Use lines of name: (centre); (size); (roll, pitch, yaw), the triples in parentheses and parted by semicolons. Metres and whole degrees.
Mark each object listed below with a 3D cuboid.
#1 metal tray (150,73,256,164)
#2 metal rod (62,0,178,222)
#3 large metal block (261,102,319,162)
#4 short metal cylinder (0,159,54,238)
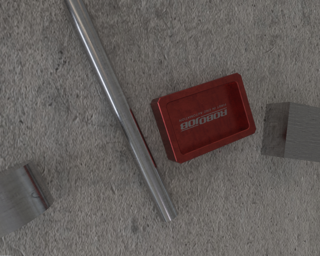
metal tray: (0.062, -0.015, 0.429); (0.131, 0.030, 0.090); (-20, 97, -19)
metal rod: (-0.046, -0.017, 0.391); (0.025, 0.025, 0.299); (-26, 99, -18)
large metal block: (0.207, 0.007, 0.472); (0.081, 0.050, 0.080); (8, 87, -20)
short metal cylinder: (-0.160, 0.073, 0.321); (0.081, 0.080, 0.050); (-27, 99, -18)
